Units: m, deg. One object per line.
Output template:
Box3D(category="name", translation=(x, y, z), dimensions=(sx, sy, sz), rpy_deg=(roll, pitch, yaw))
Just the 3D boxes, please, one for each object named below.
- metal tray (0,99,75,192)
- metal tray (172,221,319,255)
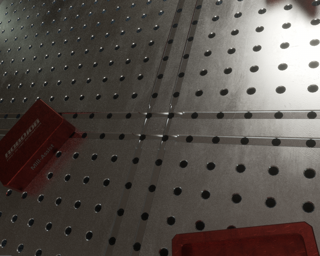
Box3D(category="metal tray", translation=(-0.209, 0.025, 0.497), dimensions=(0.090, 0.030, 0.130), rpy_deg=(33, 79, 37))
Box3D(category="metal tray", translation=(0.077, 0.139, 0.278), dimensions=(0.130, 0.030, 0.090), rpy_deg=(-13, 56, 20))
